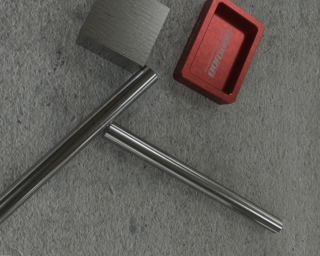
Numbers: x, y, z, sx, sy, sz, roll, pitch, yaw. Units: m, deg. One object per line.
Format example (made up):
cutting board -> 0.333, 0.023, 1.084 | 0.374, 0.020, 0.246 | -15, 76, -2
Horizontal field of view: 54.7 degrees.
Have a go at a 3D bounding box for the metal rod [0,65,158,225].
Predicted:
metal rod -> -0.118, 0.034, 0.355 | 0.301, 0.025, 0.025 | -44, 104, -11

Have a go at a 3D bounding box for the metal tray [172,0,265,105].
metal tray -> 0.085, -0.109, 0.438 | 0.090, 0.030, 0.130 | 27, 81, -19

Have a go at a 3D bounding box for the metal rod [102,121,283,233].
metal rod -> 0.056, 0.076, 0.431 | 0.301, 0.025, 0.025 | 31, 80, -18

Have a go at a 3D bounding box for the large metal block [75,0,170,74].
large metal block -> -0.046, -0.125, 0.379 | 0.080, 0.050, 0.080 | 26, 81, -19
